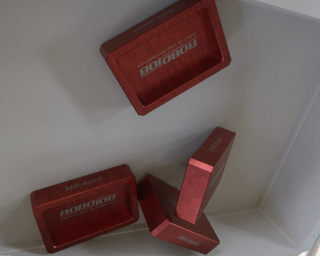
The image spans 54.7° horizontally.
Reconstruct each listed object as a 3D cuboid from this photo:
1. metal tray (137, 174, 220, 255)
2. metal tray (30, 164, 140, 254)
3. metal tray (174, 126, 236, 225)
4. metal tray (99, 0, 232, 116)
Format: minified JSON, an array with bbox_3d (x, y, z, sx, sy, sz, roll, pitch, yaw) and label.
[{"bbox_3d":[0.026,0.130,0.460,0.030,0.090,0.130,-44,130,13],"label":"metal tray"},{"bbox_3d":[-0.096,0.109,0.421,0.131,0.030,0.089,-15,125,-20],"label":"metal tray"},{"bbox_3d":[0.066,0.061,0.432,0.131,0.030,0.089,-37,143,-58],"label":"metal tray"},{"bbox_3d":[0.010,-0.083,0.354,0.130,0.030,0.090,-31,129,-3],"label":"metal tray"}]
